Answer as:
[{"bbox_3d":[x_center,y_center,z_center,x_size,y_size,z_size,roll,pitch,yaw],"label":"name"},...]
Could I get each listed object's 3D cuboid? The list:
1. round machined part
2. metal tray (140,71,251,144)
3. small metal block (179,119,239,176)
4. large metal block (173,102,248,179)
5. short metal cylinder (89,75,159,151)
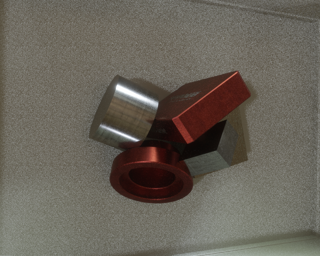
[{"bbox_3d":[-0.009,0.051,0.378,0.099,0.097,0.042,22,47,-19],"label":"round machined part"},{"bbox_3d":[0.032,-0.023,0.366,0.090,0.130,0.030,-37,103,-17],"label":"metal tray"},{"bbox_3d":[0.055,0.022,0.345,0.025,0.050,0.050,50,43,-21],"label":"small metal block"},{"bbox_3d":[0.063,0.012,0.412,0.081,0.050,0.079,-15,100,-20],"label":"large metal block"},{"bbox_3d":[-0.043,-0.016,0.364,0.050,0.080,0.080,24,82,-19],"label":"short metal cylinder"}]
